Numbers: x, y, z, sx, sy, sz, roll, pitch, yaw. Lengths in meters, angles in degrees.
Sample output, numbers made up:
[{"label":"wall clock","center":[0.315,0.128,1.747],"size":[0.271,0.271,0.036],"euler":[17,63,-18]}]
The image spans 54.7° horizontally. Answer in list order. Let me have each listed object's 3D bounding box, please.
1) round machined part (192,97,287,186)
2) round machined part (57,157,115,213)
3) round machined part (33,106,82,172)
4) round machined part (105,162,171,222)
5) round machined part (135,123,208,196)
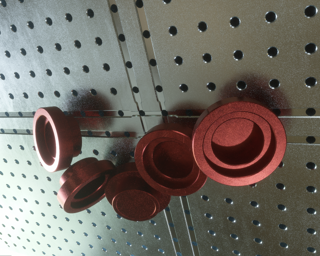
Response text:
[{"label":"round machined part","center":[0.085,0.012,0.347],"size":[0.099,0.042,0.097],"euler":[1,109,3]},{"label":"round machined part","center":[-0.114,0.083,0.479],"size":[0.042,0.099,0.097],"euler":[47,132,24]},{"label":"round machined part","center":[-0.154,0.015,0.471],"size":[0.098,0.042,0.097],"euler":[13,108,47]},{"label":"round machined part","center":[-0.033,0.100,0.458],"size":[0.099,0.042,0.097],"euler":[2,126,3]},{"label":"round machined part","center":[0.020,0.037,0.407],"size":[0.098,0.042,0.097],"euler":[9,118,18]}]
